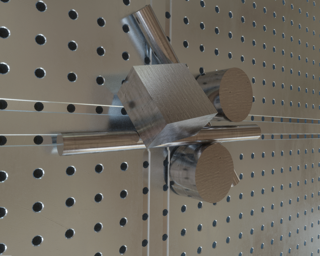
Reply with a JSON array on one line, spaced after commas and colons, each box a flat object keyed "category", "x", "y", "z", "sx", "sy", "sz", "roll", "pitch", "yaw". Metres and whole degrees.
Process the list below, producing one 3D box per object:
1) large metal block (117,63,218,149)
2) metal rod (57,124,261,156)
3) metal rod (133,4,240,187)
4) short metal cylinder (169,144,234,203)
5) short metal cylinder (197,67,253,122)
[{"category": "large metal block", "x": 0.008, "y": -0.030, "z": 0.372, "sx": 0.081, "sy": 0.050, "sz": 0.080, "roll": -13, "pitch": 64, "yaw": -39}, {"category": "metal rod", "x": 0.023, "y": 0.011, "z": 0.402, "sx": 0.303, "sy": 0.025, "sz": 0.025, "roll": -2, "pitch": 92, "yaw": -34}, {"category": "metal rod", "x": 0.047, "y": -0.030, "z": 0.445, "sx": 0.025, "sy": 0.025, "sz": 0.299, "roll": -46, "pitch": 118, "yaw": -30}, {"category": "short metal cylinder", "x": 0.059, "y": 0.061, "z": 0.438, "sx": 0.081, "sy": 0.050, "sz": 0.079, "roll": 0, "pitch": 90, "yaw": -40}, {"category": "short metal cylinder", "x": 0.096, "y": -0.048, "z": 0.469, "sx": 0.081, "sy": 0.050, "sz": 0.079, "roll": 0, "pitch": 90, "yaw": -40}]
